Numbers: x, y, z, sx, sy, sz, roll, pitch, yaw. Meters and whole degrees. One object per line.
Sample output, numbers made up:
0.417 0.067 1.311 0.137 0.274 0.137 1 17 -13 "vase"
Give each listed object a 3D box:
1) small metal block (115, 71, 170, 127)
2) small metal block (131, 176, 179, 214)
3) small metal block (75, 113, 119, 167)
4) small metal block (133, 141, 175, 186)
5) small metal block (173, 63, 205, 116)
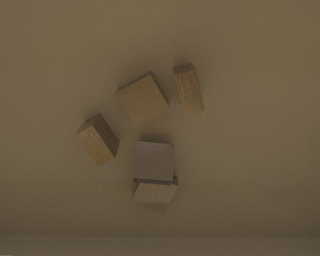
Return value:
-0.022 -0.038 0.397 0.050 0.025 0.050 -27 108 9 "small metal block"
-0.008 0.088 0.443 0.050 0.025 0.050 23 108 -9 "small metal block"
-0.079 0.014 0.402 0.025 0.050 0.050 -28 108 10 "small metal block"
-0.008 0.047 0.414 0.050 0.025 0.050 5 66 -2 "small metal block"
0.035 -0.049 0.380 0.025 0.050 0.050 -14 110 5 "small metal block"
